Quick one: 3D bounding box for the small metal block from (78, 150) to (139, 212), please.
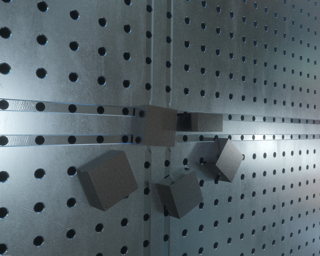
[{"bbox_3d":[-0.059,0.059,0.359,0.050,0.025,0.050,-30,109,-36],"label":"small metal block"}]

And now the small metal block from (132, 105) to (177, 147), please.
[{"bbox_3d":[-0.006,-0.002,0.403,0.050,0.025,0.050,7,86,-40],"label":"small metal block"}]

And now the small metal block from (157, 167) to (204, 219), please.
[{"bbox_3d":[0.030,0.090,0.433,0.050,0.025,0.050,-27,107,-37],"label":"small metal block"}]

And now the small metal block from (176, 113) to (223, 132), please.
[{"bbox_3d":[0.052,-0.007,0.435,0.050,0.050,0.025,1,90,-40],"label":"small metal block"}]

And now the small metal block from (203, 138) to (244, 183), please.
[{"bbox_3d":[0.102,0.051,0.493,0.050,0.025,0.050,46,63,-30],"label":"small metal block"}]
